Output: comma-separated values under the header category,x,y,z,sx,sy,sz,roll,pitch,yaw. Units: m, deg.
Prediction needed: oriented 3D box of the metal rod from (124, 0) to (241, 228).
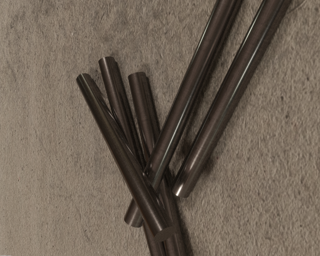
category,x,y,z,sx,sy,sz,roll,pitch,yaw
metal rod,0.024,-0.018,0.363,0.025,0.025,0.298,30,102,35

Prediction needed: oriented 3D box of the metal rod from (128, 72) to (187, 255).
category,x,y,z,sx,sy,sz,roll,pitch,yaw
metal rod,0.001,0.071,0.402,0.025,0.025,0.299,-21,77,38

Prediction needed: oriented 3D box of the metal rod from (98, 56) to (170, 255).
category,x,y,z,sx,sy,sz,roll,pitch,yaw
metal rod,-0.039,0.037,0.434,0.025,0.025,0.299,-27,73,36

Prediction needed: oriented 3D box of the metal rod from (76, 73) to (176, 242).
category,x,y,z,sx,sy,sz,roll,pitch,yaw
metal rod,-0.060,0.014,0.407,0.025,0.025,0.300,-58,44,24

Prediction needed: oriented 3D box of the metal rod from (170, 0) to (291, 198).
category,x,y,z,sx,sy,sz,roll,pitch,yaw
metal rod,0.082,-0.051,0.335,0.025,0.025,0.298,37,112,33
